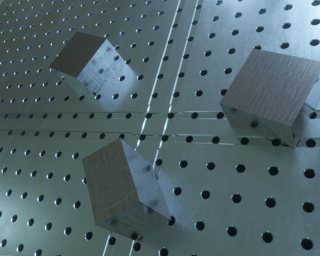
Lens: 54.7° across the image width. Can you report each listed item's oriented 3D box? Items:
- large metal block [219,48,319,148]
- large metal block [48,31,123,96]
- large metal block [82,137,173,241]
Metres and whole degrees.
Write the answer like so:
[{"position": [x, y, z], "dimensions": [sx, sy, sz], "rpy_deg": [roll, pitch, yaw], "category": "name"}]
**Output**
[{"position": [0.127, -0.035, 0.347], "dimensions": [0.080, 0.050, 0.080], "rpy_deg": [24, 74, 36], "category": "large metal block"}, {"position": [-0.125, -0.110, 0.523], "dimensions": [0.080, 0.050, 0.080], "rpy_deg": [24, 74, 36], "category": "large metal block"}, {"position": [-0.036, 0.070, 0.347], "dimensions": [0.050, 0.080, 0.080], "rpy_deg": [-30, 52, 9], "category": "large metal block"}]
